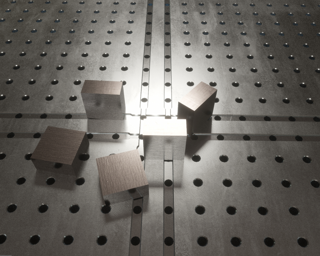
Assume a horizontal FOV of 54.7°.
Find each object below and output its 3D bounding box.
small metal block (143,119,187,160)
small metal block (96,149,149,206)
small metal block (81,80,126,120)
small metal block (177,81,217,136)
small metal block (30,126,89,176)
[{"bbox_3d":[0.006,0.015,0.379,0.050,0.050,0.025,1,50,0],"label":"small metal block"},{"bbox_3d":[-0.044,0.057,0.360,0.050,0.025,0.050,-12,51,-11],"label":"small metal block"},{"bbox_3d":[-0.076,-0.037,0.422,0.050,0.050,0.025,3,50,2],"label":"small metal block"},{"bbox_3d":[0.049,-0.026,0.414,0.025,0.050,0.050,33,57,24],"label":"small metal block"},{"bbox_3d":[-0.122,0.028,0.383,0.050,0.025,0.050,8,50,6],"label":"small metal block"}]
